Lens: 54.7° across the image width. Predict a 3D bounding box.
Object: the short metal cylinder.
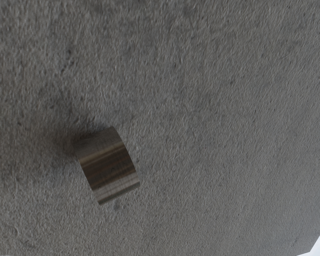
[{"bbox_3d":[-0.063,0.044,0.365,0.050,0.080,0.080,-24,128,-14],"label":"short metal cylinder"}]
